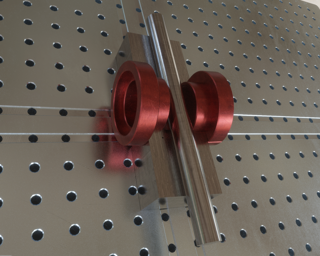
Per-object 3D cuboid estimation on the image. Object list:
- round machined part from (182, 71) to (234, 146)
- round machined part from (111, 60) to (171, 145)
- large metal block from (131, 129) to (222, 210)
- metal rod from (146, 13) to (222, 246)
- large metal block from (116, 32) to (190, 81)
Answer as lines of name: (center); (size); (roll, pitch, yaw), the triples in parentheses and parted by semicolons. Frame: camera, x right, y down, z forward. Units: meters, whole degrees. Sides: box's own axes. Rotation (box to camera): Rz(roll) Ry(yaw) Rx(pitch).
round machined part: (0.049, -0.025, 0.403); (0.042, 0.097, 0.098); (-1, 62, -23)
round machined part: (-0.022, -0.028, 0.365); (0.042, 0.097, 0.098); (2, 61, -27)
large metal block: (0.017, 0.049, 0.371); (0.081, 0.050, 0.080); (3, 61, -27)
metal rod: (0.021, -0.019, 0.367); (0.025, 0.025, 0.299); (3, 61, -27)
large metal block: (-0.011, -0.081, 0.435); (0.081, 0.050, 0.080); (2, 61, -27)
